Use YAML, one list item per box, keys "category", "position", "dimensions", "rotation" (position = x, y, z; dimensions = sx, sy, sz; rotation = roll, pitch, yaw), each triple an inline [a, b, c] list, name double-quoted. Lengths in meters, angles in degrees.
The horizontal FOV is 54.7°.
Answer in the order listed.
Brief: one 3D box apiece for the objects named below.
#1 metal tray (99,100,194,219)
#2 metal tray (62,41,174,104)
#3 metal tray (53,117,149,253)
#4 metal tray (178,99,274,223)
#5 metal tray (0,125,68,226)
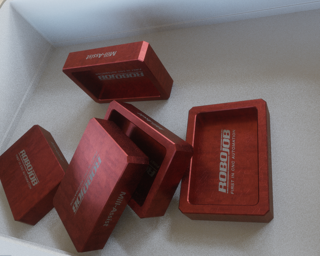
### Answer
- category: "metal tray"
  position: [-0.029, 0.032, 0.367]
  dimensions: [0.130, 0.030, 0.089]
  rotation: [35, 106, 42]
- category: "metal tray"
  position: [-0.058, -0.073, 0.437]
  dimensions: [0.130, 0.090, 0.030]
  rotation: [-1, 62, 27]
- category: "metal tray"
  position: [-0.074, 0.065, 0.362]
  dimensions: [0.090, 0.030, 0.129]
  rotation: [42, 110, 41]
- category: "metal tray"
  position: [0.074, 0.034, 0.342]
  dimensions: [0.090, 0.030, 0.130]
  rotation: [-5, 59, 25]
- category: "metal tray"
  position: [-0.186, 0.065, 0.458]
  dimensions: [0.090, 0.030, 0.130]
  rotation: [-43, 51, -2]
